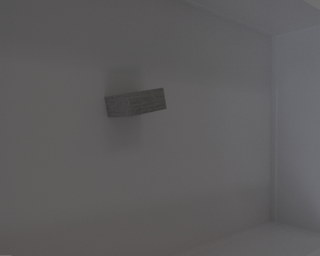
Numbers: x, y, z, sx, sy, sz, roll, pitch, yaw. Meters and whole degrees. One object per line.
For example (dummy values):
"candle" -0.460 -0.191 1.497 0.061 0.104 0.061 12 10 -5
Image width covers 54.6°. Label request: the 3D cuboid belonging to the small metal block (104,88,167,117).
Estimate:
"small metal block" -0.029 -0.030 0.365 0.050 0.050 0.025 -15 100 -39
